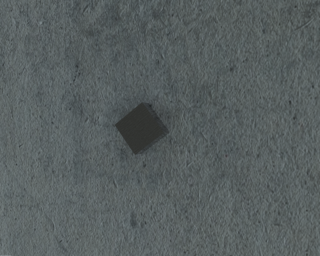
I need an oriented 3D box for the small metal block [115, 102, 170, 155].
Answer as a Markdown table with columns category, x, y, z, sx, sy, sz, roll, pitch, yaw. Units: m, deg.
| category | x | y | z | sx | sy | sz | roll | pitch | yaw |
| --- | --- | --- | --- | --- | --- | --- | --- | --- | --- |
| small metal block | -0.024 | 0.001 | 0.418 | 0.050 | 0.025 | 0.050 | -38 | 78 | 15 |
